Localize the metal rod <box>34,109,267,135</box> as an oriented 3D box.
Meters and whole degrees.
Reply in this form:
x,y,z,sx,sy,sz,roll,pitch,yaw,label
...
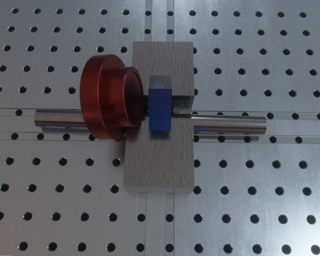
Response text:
x,y,z,sx,sy,sz,roll,pitch,yaw,label
-0.012,-0.008,0.414,0.302,0.025,0.025,2,70,0,metal rod

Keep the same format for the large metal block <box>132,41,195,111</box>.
x,y,z,sx,sy,sz,roll,pitch,yaw,label
0.004,-0.070,0.424,0.081,0.050,0.080,1,70,0,large metal block

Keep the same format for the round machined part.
x,y,z,sx,sy,sz,roll,pitch,yaw,label
-0.048,-0.035,0.355,0.042,0.098,0.098,-1,69,15,round machined part

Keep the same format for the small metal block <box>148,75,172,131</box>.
x,y,z,sx,sy,sz,roll,pitch,yaw,label
0.000,-0.031,0.363,0.025,0.050,0.050,1,26,0,small metal block

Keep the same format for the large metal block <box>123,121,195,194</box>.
x,y,z,sx,sy,sz,roll,pitch,yaw,label
0.000,0.037,0.385,0.081,0.050,0.080,1,70,0,large metal block
